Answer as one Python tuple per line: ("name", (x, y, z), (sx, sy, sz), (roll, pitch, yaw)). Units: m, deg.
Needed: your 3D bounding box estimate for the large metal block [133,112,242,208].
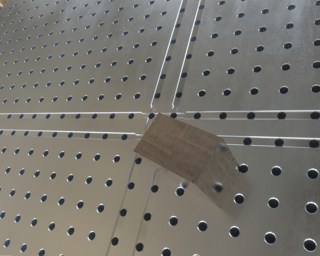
("large metal block", (0.032, 0.035, 0.335), (0.080, 0.080, 0.050), (24, 75, 36))
